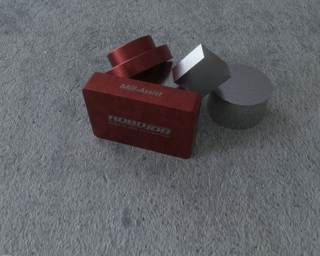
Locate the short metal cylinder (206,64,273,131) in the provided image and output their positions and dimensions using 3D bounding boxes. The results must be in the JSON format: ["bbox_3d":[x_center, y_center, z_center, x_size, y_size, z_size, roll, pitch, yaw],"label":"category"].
[{"bbox_3d":[0.107,-0.043,0.426,0.081,0.050,0.080,0,50,0],"label":"short metal cylinder"}]

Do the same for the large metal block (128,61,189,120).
[{"bbox_3d":[-0.003,-0.047,0.430,0.081,0.050,0.080,-1,50,-1],"label":"large metal block"}]

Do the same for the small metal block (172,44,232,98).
[{"bbox_3d":[0.052,-0.069,0.388,0.050,0.050,0.025,26,43,-34],"label":"small metal block"}]

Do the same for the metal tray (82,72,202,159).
[{"bbox_3d":[-0.021,-0.013,0.373,0.131,0.090,0.030,13,52,10],"label":"metal tray"}]

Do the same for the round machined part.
[{"bbox_3d":[-0.035,-0.097,0.438,0.099,0.098,0.042,-30,100,-23],"label":"round machined part"}]
